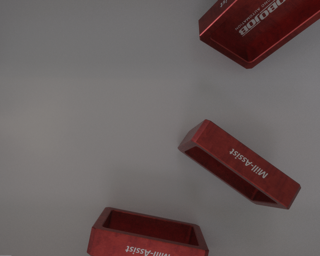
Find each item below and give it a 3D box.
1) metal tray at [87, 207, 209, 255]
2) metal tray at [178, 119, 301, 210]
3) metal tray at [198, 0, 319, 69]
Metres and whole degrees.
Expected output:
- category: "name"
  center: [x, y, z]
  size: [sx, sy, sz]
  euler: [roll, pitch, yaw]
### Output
- category: "metal tray"
  center: [-0.013, 0.135, 0.378]
  size: [0.131, 0.090, 0.030]
  euler: [11, 90, 0]
- category: "metal tray"
  center: [0.090, 0.046, 0.377]
  size: [0.130, 0.090, 0.030]
  euler: [36, 78, 0]
- category: "metal tray"
  center: [0.118, -0.131, 0.351]
  size: [0.091, 0.129, 0.030]
  euler: [23, 50, -28]
